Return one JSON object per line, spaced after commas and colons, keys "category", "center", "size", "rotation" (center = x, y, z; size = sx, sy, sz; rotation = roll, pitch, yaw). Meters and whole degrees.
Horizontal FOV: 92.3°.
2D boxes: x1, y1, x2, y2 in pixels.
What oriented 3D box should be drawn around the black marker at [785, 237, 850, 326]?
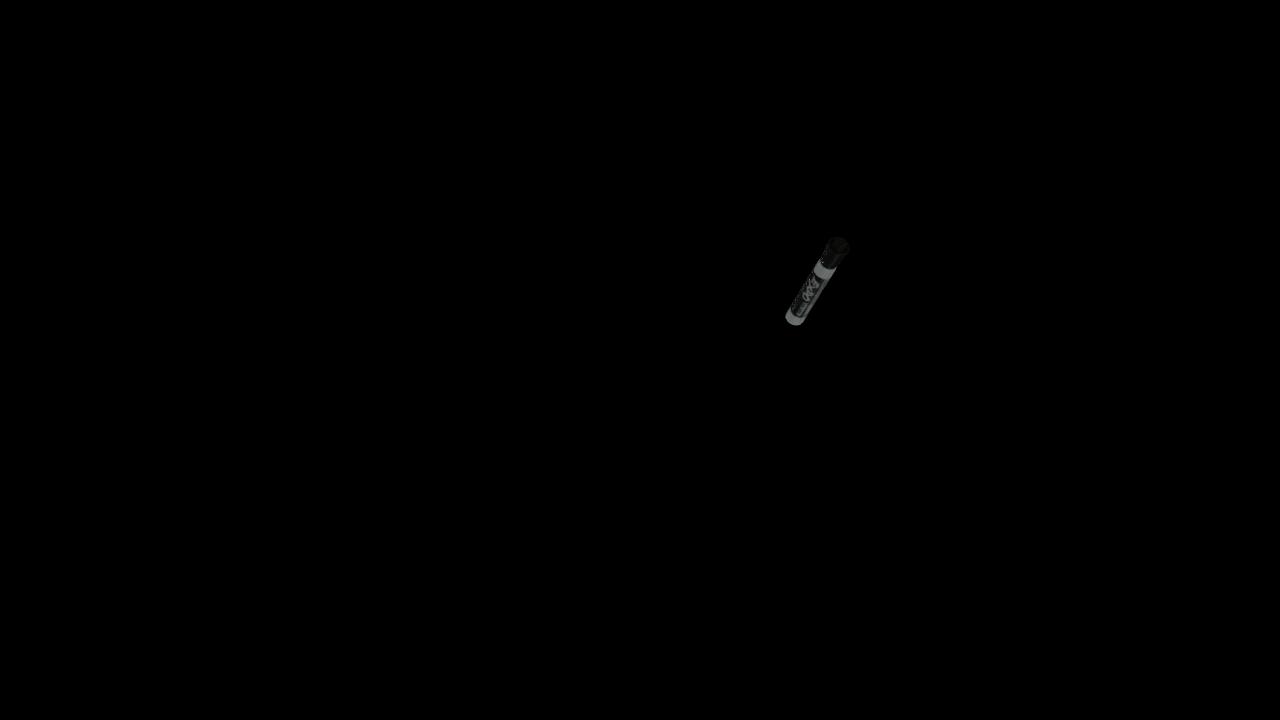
{"category": "black marker", "center": [0.160, -0.070, 0.560], "size": [0.020, 0.020, 0.121], "rotation": [0, -27, -6]}
